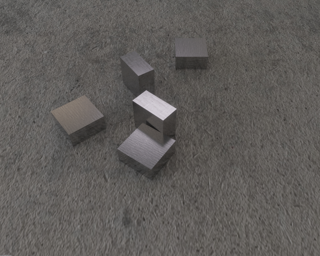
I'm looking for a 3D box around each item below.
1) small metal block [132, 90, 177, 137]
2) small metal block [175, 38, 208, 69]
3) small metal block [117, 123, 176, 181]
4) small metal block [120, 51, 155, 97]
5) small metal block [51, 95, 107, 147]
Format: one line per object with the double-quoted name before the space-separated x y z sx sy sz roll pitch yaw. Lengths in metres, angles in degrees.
"small metal block" -0.007 -0.013 0.397 0.050 0.050 0.025 34 58 25
"small metal block" 0.050 -0.122 0.506 0.050 0.025 0.050 0 50 0
"small metal block" -0.016 0.028 0.379 0.050 0.025 0.050 28 56 21
"small metal block" -0.032 -0.075 0.449 0.025 0.050 0.050 -28 56 -21
"small metal block" -0.107 -0.010 0.411 0.050 0.025 0.050 -31 57 -24
